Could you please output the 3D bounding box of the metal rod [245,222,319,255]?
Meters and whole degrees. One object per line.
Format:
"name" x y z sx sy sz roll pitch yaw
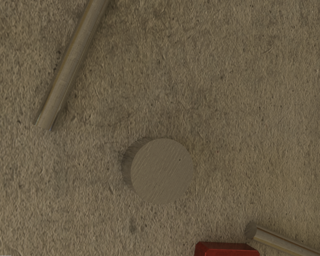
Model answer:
"metal rod" 0.263 0.216 0.509 0.301 0.025 0.025 26 81 -19

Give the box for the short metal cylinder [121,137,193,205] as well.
"short metal cylinder" -0.005 0.052 0.395 0.081 0.050 0.079 0 90 -21

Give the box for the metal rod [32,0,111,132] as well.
"metal rod" -0.082 -0.138 0.378 0.025 0.025 0.299 24 82 -19

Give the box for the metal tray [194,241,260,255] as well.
"metal tray" 0.088 0.233 0.440 0.091 0.030 0.129 11 86 -20
